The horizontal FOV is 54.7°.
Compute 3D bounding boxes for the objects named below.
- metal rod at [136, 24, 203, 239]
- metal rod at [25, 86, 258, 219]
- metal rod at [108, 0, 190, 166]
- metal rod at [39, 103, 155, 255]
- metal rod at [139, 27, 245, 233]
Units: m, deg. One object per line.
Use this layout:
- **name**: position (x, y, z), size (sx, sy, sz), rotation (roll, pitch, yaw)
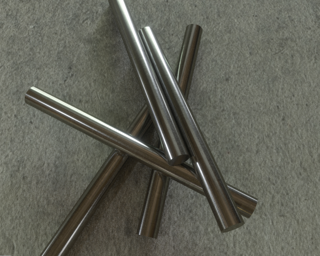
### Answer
- **metal rod**: position (0.018, -0.010, 0.412), size (0.025, 0.025, 0.299), rotation (12, 70, 4)
- **metal rod**: position (-0.029, 0.024, 0.371), size (0.301, 0.025, 0.025), rotation (26, 72, 8)
- **metal rod**: position (-0.025, -0.087, 0.413), size (0.025, 0.025, 0.299), rotation (-17, 61, -7)
- **metal rod**: position (-0.086, 0.090, 0.373), size (0.025, 0.025, 0.300), rotation (30, 72, 10)
- **metal rod**: position (0.025, -0.021, 0.382), size (0.025, 0.025, 0.299), rotation (-17, 58, -7)
